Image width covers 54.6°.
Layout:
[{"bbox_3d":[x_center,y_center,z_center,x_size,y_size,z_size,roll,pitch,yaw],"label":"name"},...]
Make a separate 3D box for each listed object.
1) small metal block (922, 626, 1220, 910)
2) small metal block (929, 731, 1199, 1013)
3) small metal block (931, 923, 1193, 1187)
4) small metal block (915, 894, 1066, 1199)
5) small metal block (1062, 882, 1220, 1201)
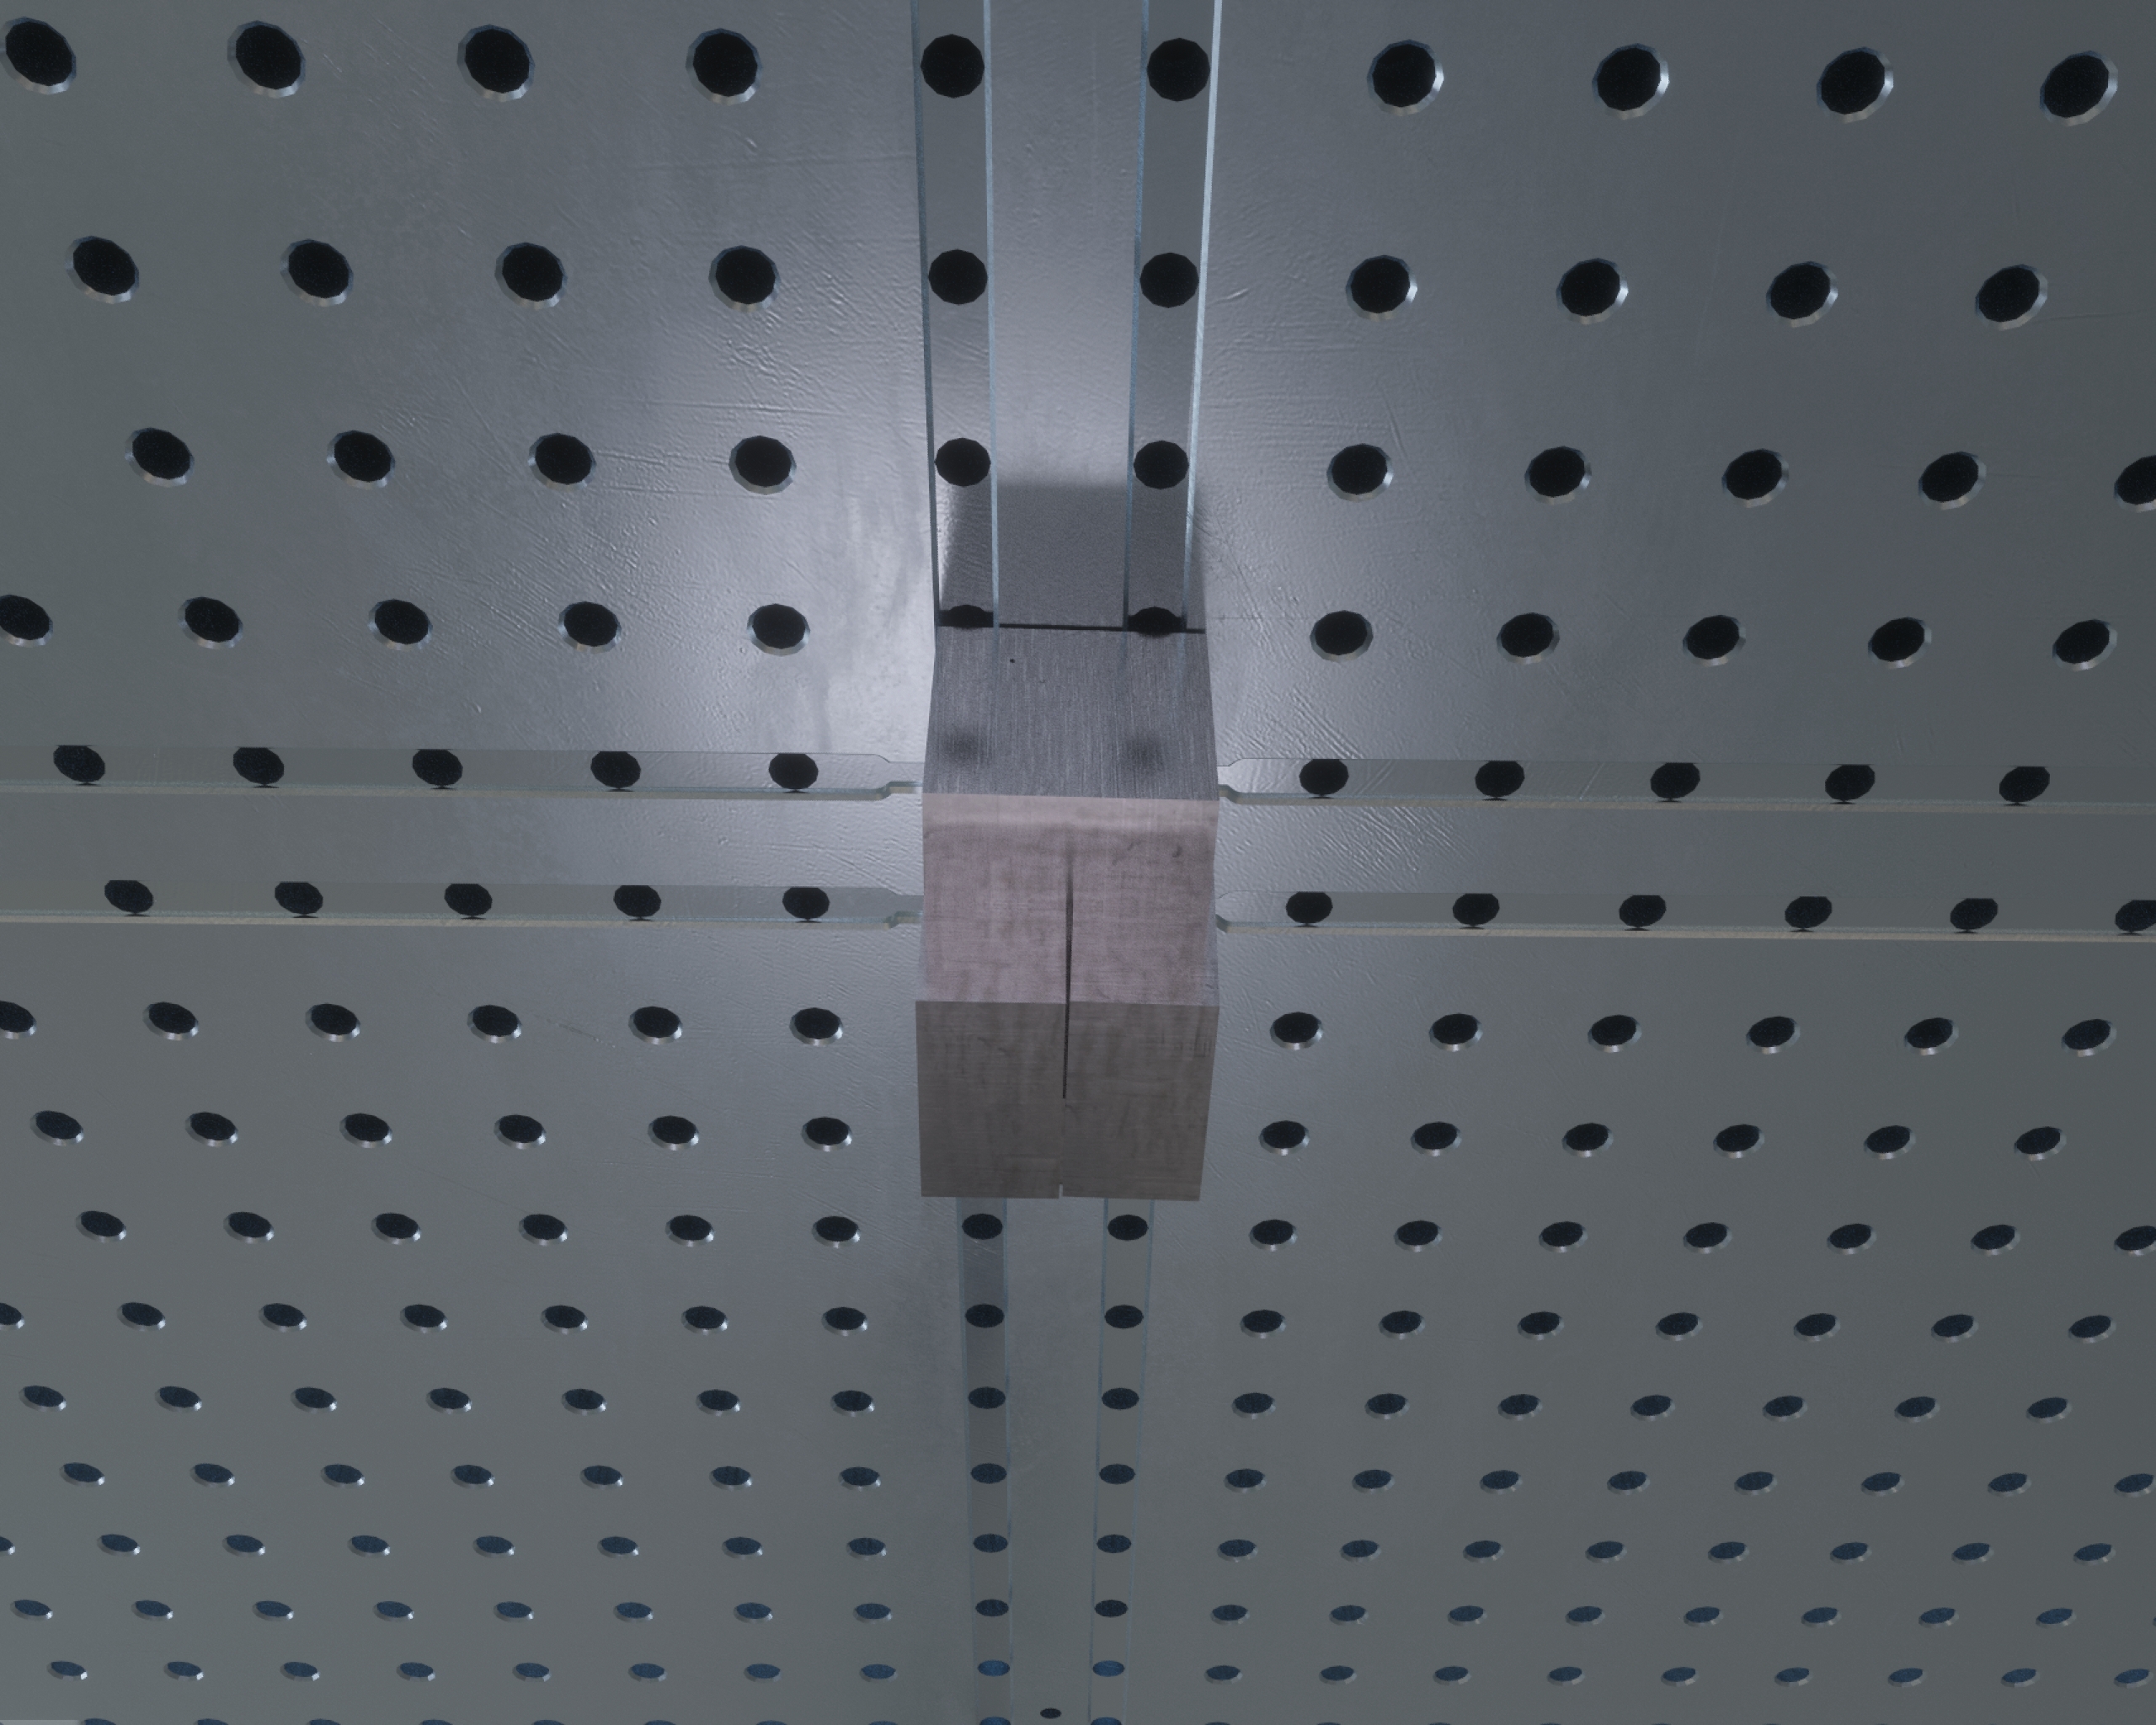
[{"bbox_3d":[-0.001,-0.018,0.379,0.050,0.050,0.025,2,130,-1],"label":"small metal block"},{"bbox_3d":[-0.003,0.002,0.413,0.050,0.025,0.050,2,130,0],"label":"small metal block"},{"bbox_3d":[-0.003,0.039,0.427,0.050,0.050,0.025,1,130,-1],"label":"small metal block"},{"bbox_3d":[-0.015,0.026,0.384,0.025,0.050,0.050,1,130,-1],"label":"small metal block"},{"bbox_3d":[0.011,0.026,0.385,0.025,0.050,0.050,2,130,0],"label":"small metal block"}]
